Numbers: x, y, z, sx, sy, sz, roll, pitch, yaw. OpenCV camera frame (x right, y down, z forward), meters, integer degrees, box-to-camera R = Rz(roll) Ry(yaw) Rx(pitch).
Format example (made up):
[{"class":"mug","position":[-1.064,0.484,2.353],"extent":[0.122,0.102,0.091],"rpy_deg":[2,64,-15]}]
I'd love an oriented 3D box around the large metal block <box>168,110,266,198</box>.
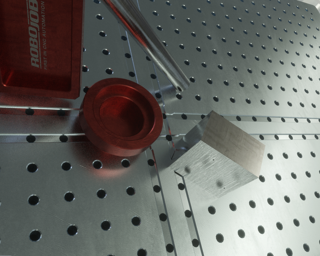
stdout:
[{"class":"large metal block","position":[0.070,0.036,0.391],"extent":[0.080,0.080,0.050],"rpy_deg":[33,51,-7]}]

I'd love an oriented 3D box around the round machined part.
[{"class":"round machined part","position":[-0.049,-0.010,0.378],"extent":[0.099,0.042,0.098],"rpy_deg":[14,56,-21]}]

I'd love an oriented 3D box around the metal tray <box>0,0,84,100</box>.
[{"class":"metal tray","position":[-0.126,-0.093,0.318],"extent":[0.091,0.129,0.030],"rpy_deg":[5,41,-12]}]

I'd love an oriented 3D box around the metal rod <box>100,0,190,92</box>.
[{"class":"metal rod","position":[-0.026,-0.113,0.344],"extent":[0.300,0.025,0.025],"rpy_deg":[38,34,-60]}]
